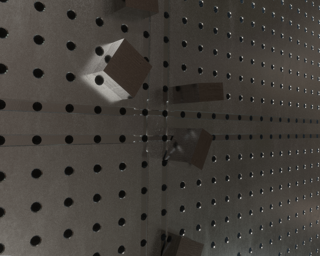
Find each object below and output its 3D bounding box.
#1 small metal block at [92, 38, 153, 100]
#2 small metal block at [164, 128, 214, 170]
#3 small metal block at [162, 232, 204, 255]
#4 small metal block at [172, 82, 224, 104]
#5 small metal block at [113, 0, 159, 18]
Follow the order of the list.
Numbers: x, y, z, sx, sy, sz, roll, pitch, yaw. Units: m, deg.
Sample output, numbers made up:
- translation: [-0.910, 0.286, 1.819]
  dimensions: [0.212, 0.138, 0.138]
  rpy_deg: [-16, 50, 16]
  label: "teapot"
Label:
- translation: [-0.044, -0.070, 0.374]
  dimensions: [0.050, 0.025, 0.050]
  rpy_deg: [42, 65, -32]
  label: "small metal block"
- translation: [0.040, 0.028, 0.429]
  dimensions: [0.025, 0.050, 0.050]
  rpy_deg: [35, 69, -35]
  label: "small metal block"
- translation: [0.030, 0.181, 0.438]
  dimensions: [0.050, 0.025, 0.050]
  rpy_deg: [32, 70, -36]
  label: "small metal block"
- translation: [0.054, -0.049, 0.441]
  dimensions: [0.050, 0.050, 0.025]
  rpy_deg: [-8, 96, -40]
  label: "small metal block"
- translation: [-0.030, -0.169, 0.385]
  dimensions: [0.050, 0.025, 0.050]
  rpy_deg: [-7, 95, -40]
  label: "small metal block"
